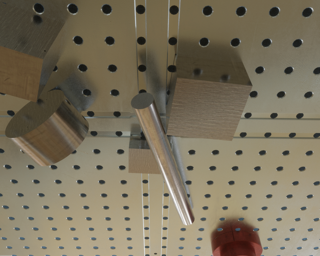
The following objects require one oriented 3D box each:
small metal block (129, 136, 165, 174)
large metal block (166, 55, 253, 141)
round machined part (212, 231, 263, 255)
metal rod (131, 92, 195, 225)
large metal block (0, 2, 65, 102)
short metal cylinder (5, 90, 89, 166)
[{"bbox_3d":[-0.019,0.040,0.445,0.050,0.025,0.050,3,130,-3],"label":"small metal block"},{"bbox_3d":[0.053,-0.034,0.367,0.081,0.050,0.079,5,130,-5],"label":"large metal block"},{"bbox_3d":[0.154,0.249,0.614,0.099,0.042,0.097,0,130,0],"label":"round machined part"},{"bbox_3d":[0.015,0.066,0.439,0.025,0.025,0.299,-10,138,8],"label":"metal rod"},{"bbox_3d":[-0.149,-0.079,0.307,0.081,0.080,0.050,16,128,-13],"label":"large metal block"},{"bbox_3d":[-0.134,-0.001,0.373,0.080,0.080,0.050,-20,127,16],"label":"short metal cylinder"}]
